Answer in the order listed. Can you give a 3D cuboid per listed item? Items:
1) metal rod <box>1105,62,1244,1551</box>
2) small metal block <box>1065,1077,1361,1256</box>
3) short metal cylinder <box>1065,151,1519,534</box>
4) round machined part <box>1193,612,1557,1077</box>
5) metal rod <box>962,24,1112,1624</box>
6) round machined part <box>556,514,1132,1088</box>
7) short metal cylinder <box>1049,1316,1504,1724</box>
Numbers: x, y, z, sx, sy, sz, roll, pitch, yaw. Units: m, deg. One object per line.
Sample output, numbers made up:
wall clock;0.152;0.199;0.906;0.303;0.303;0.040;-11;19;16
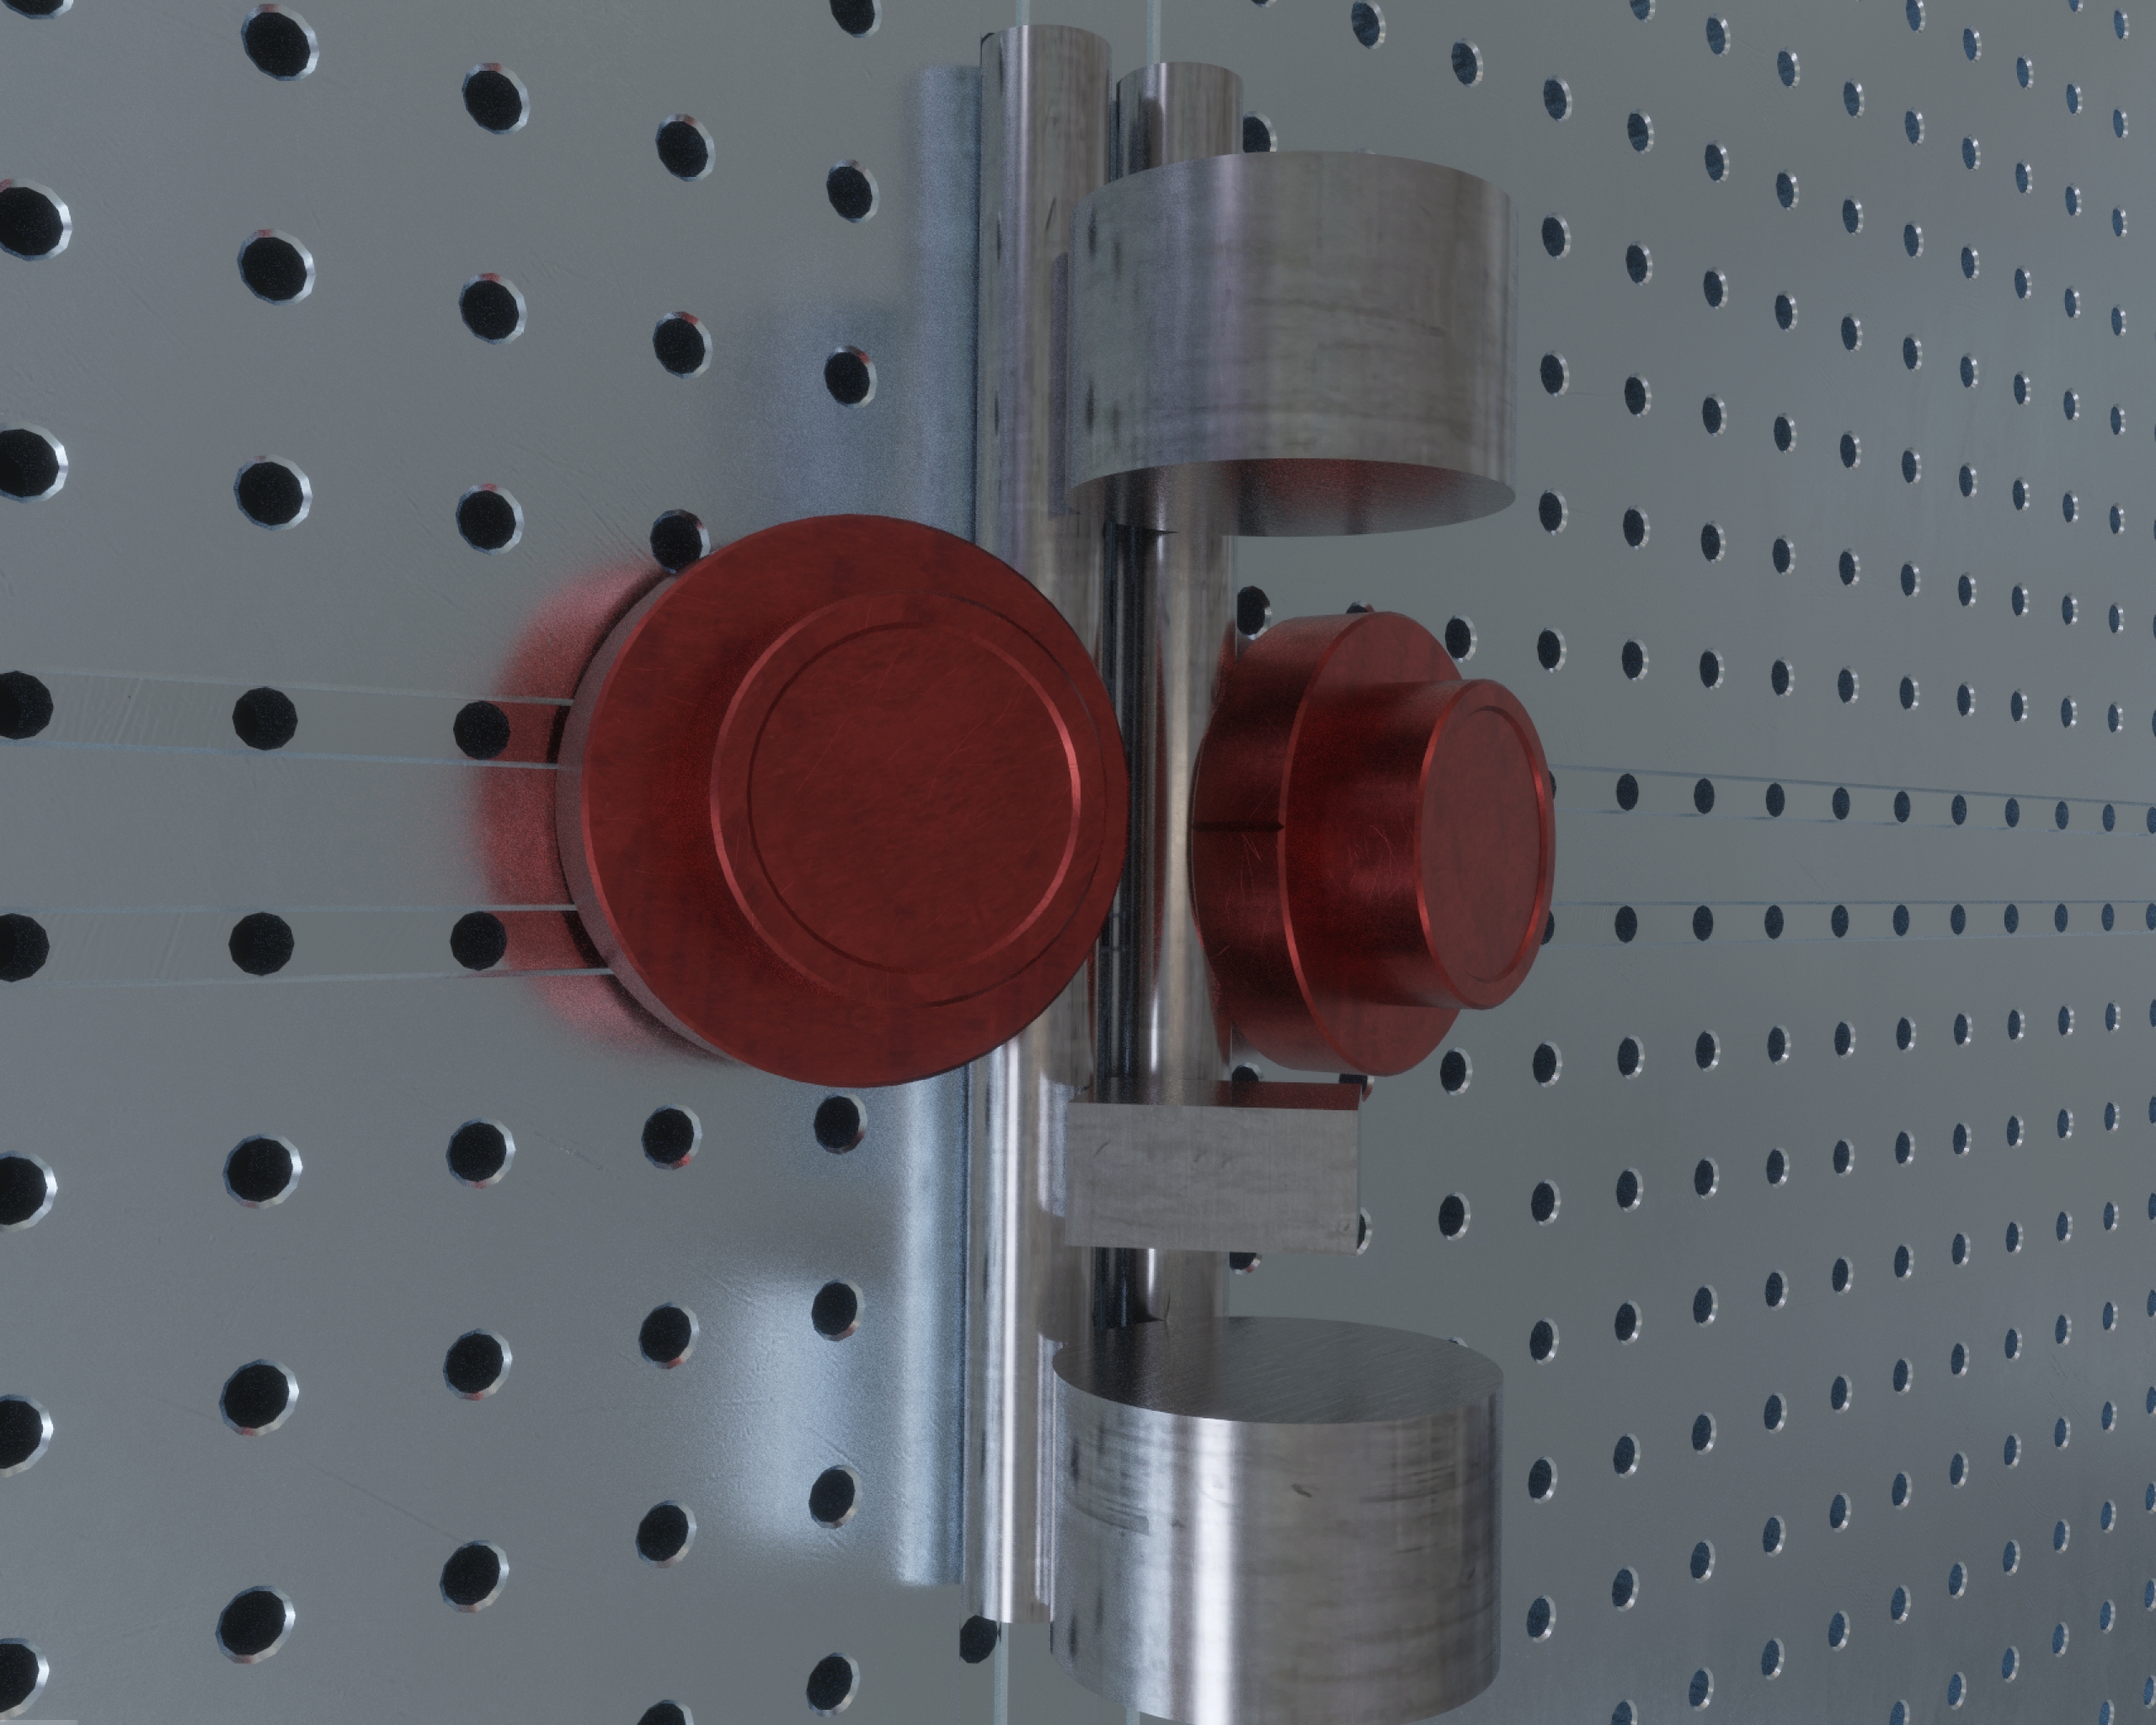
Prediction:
metal rod;0.019;-0.009;0.424;0.025;0.025;0.298;1;89;-40
small metal block;0.027;0.055;0.385;0.050;0.050;0.025;6;85;-82
short metal cylinder;0.038;-0.090;0.376;0.081;0.080;0.050;1;90;-40
round machined part;0.068;-0.004;0.437;0.099;0.042;0.097;-1;91;-55
metal rod;-0.008;-0.008;0.401;0.025;0.025;0.298;1;89;-40
round machined part;-0.034;-0.010;0.353;0.099;0.042;0.097;0;90;-26
short metal cylinder;0.035;0.115;0.375;0.081;0.080;0.050;1;90;-40
